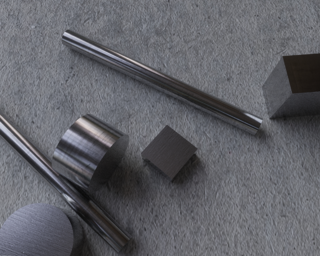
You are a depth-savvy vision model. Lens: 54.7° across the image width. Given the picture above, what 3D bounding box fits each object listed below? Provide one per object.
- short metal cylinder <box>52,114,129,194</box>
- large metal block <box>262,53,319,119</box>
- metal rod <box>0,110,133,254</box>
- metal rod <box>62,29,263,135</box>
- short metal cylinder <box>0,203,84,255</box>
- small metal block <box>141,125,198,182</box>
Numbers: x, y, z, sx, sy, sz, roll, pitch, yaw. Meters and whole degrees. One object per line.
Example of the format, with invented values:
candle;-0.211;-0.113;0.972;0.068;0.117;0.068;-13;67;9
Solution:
short metal cylinder;-0.080;0.030;0.367;0.050;0.080;0.080;30;73;10
large metal block;0.188;-0.052;0.400;0.081;0.080;0.050;-5;70;-2
metal rod;-0.153;0.042;0.391;0.300;0.025;0.025;40;75;13
metal rod;-0.003;-0.067;0.432;0.301;0.025;0.025;26;72;9
short metal cylinder;-0.131;0.128;0.347;0.081;0.050;0.080;0;70;0
small metal block;0.012;0.033;0.396;0.050;0.025;0.050;39;74;13
